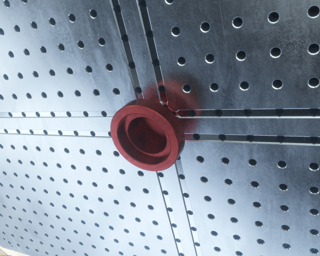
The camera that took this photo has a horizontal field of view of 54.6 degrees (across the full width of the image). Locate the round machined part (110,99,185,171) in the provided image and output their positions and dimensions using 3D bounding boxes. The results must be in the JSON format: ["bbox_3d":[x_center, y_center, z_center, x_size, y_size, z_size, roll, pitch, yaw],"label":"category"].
[{"bbox_3d":[-0.013,0.006,0.410,0.098,0.042,0.097,13,124,21],"label":"round machined part"}]
